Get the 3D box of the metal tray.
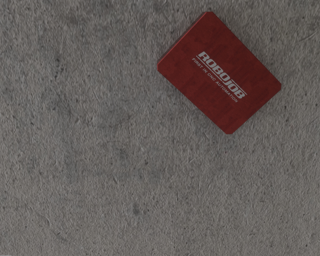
[{"bbox_3d":[0.072,-0.066,0.383,0.130,0.030,0.090,41,105,-14],"label":"metal tray"}]
